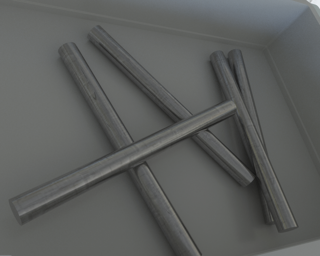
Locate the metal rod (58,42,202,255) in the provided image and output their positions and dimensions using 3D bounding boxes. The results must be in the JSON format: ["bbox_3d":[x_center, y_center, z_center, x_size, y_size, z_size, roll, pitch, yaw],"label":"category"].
[{"bbox_3d":[-0.043,0.020,0.369,0.025,0.025,0.299,-23,74,-36],"label":"metal rod"}]

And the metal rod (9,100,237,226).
[{"bbox_3d":[-0.012,0.021,0.352,0.302,0.025,0.025,-24,75,-36],"label":"metal rod"}]

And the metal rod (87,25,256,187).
[{"bbox_3d":[0.015,-0.031,0.432,0.300,0.025,0.025,44,51,2],"label":"metal rod"}]

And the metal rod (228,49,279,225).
[{"bbox_3d":[0.144,-0.004,0.485,0.025,0.025,0.299,10,57,-23],"label":"metal rod"}]

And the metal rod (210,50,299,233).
[{"bbox_3d":[0.128,0.000,0.457,0.025,0.025,0.299,4,55,-26],"label":"metal rod"}]
